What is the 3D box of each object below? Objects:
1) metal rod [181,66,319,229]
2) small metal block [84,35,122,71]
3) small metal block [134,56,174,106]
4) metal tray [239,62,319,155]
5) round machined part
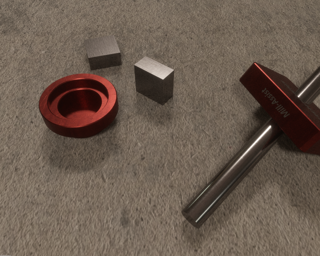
[{"bbox_3d":[0.137,0.003,0.377,0.025,0.025,0.301,38,67,27],"label":"metal rod"},{"bbox_3d":[-0.093,-0.124,0.506,0.050,0.025,0.050,-13,51,-11],"label":"small metal block"},{"bbox_3d":[-0.008,-0.067,0.443,0.050,0.050,0.025,30,56,22],"label":"small metal block"},{"bbox_3d":[0.169,-0.024,0.392,0.091,0.030,0.130,10,39,-40],"label":"metal tray"},{"bbox_3d":[-0.104,-0.025,0.412,0.099,0.042,0.098,0,50,0],"label":"round machined part"}]
